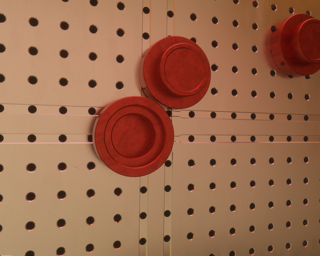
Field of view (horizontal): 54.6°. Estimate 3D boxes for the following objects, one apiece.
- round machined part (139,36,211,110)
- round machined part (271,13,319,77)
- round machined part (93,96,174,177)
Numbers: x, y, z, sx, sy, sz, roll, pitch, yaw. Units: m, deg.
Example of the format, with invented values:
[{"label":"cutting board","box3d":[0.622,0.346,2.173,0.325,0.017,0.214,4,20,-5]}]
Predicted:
[{"label":"round machined part","box3d":[0.025,-0.074,0.412,0.099,0.042,0.097,0,90,-20]},{"label":"round machined part","box3d":[0.228,-0.131,0.487,0.099,0.042,0.097,0,90,-20]},{"label":"round machined part","box3d":[-0.035,0.010,0.390,0.099,0.042,0.097,0,90,-20]}]
